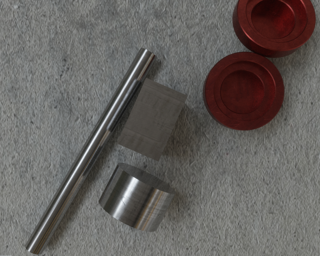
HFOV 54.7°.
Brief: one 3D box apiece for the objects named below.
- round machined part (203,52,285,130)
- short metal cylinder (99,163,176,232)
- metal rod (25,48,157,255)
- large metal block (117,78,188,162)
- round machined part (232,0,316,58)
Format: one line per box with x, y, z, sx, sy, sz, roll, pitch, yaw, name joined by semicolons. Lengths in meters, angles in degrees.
0.105;-0.046;0.402;0.099;0.042;0.097;0;90;0;round machined part
-0.027;0.084;0.382;0.080;0.080;0.050;27;90;0;short metal cylinder
-0.090;0.030;0.409;0.025;0.025;0.299;30;90;0;metal rod
-0.008;-0.010;0.382;0.050;0.080;0.080;24;90;0;large metal block
0.141;-0.135;0.396;0.099;0.042;0.098;1;78;-4;round machined part
